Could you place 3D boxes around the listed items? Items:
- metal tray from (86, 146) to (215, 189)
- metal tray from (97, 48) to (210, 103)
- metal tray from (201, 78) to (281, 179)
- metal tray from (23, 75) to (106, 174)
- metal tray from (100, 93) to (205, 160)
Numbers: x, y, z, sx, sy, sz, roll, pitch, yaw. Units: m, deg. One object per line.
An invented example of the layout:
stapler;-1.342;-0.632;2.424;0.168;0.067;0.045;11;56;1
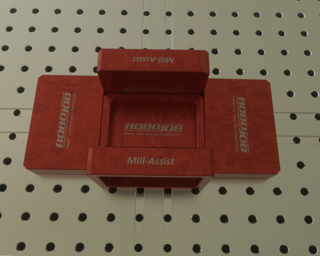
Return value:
metal tray;-0.010;0.049;0.358;0.131;0.090;0.030;1;70;0
metal tray;-0.008;-0.064;0.400;0.131;0.090;0.030;1;70;0
metal tray;0.102;-0.001;0.409;0.091;0.030;0.130;1;70;-1
metal tray;-0.120;-0.006;0.409;0.091;0.030;0.130;1;70;0
metal tray;-0.009;0.001;0.406;0.131;0.030;0.090;1;70;0
